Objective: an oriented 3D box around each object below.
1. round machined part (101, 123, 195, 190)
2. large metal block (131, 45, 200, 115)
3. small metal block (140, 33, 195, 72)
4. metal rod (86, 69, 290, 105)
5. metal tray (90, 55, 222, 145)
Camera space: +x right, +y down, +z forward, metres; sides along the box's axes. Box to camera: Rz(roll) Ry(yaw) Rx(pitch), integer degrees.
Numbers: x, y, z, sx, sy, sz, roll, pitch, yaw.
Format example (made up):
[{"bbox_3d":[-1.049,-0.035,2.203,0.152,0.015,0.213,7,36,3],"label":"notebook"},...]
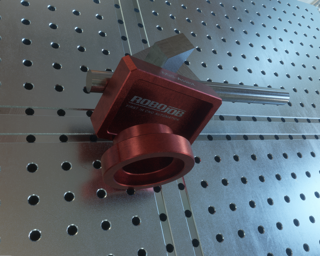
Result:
[{"bbox_3d":[-0.015,0.029,0.337,0.099,0.097,0.042,3,57,-27],"label":"round machined part"},{"bbox_3d":[-0.004,-0.065,0.431,0.080,0.050,0.080,48,51,5],"label":"large metal block"},{"bbox_3d":[0.008,-0.087,0.387,0.050,0.050,0.025,-31,80,-38],"label":"small metal block"},{"bbox_3d":[0.056,-0.049,0.406,0.303,0.025,0.025,1,62,-28],"label":"metal rod"},{"bbox_3d":[-0.002,-0.021,0.360,0.131,0.089,0.030,14,31,-36],"label":"metal tray"}]
